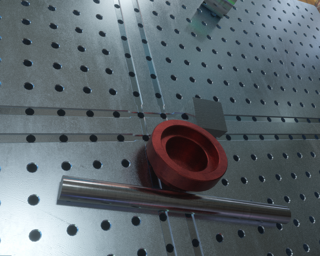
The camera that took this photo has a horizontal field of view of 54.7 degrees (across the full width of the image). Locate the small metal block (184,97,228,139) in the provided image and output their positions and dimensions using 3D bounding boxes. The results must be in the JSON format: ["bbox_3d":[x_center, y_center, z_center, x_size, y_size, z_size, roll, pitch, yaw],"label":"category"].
[{"bbox_3d":[0.067,-0.014,0.455,0.050,0.025,0.050,8,58,-24],"label":"small metal block"}]

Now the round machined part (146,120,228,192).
[{"bbox_3d":[0.029,0.038,0.380,0.099,0.042,0.098,17,39,-14],"label":"round machined part"}]

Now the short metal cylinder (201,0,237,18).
[{"bbox_3d":[0.125,-0.263,0.603,0.050,0.080,0.080,33,51,-8],"label":"short metal cylinder"}]

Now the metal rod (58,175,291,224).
[{"bbox_3d":[0.035,0.091,0.373,0.302,0.025,0.025,12,57,-22],"label":"metal rod"}]
